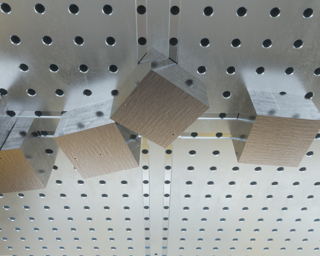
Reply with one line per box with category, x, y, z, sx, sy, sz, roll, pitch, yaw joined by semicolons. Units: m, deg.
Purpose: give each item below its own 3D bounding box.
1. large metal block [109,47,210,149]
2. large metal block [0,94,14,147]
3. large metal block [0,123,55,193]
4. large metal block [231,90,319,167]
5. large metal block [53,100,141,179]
large metal block;-0.001;-0.033;0.367;0.080;0.050;0.080;30;124;-23
large metal block;-0.238;0.000;0.374;0.080;0.080;0.050;2;130;-2
large metal block;-0.206;0.044;0.431;0.080;0.050;0.080;-7;130;6
large metal block;0.145;0.002;0.398;0.080;0.050;0.080;5;130;-4
large metal block;-0.078;0.015;0.407;0.080;0.050;0.080;-14;129;11
